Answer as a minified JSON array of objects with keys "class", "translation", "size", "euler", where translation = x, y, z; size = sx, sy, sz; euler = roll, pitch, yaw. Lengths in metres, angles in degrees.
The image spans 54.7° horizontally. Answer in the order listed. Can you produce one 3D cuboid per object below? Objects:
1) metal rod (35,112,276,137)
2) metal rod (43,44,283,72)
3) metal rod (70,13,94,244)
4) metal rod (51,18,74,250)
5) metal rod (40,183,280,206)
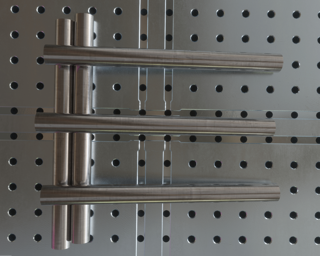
[{"class":"metal rod","translation":[0.000,-0.004,0.398],"size":[0.302,0.025,0.025],"euler":[1,90,-7]},{"class":"metal rod","translation":[0.010,-0.089,0.399],"size":[0.302,0.025,0.025],"euler":[1,90,-7]},{"class":"metal rod","translation":[-0.103,0.001,0.411],"size":[0.025,0.025,0.298],"euler":[1,90,-1]},{"class":"metal rod","translation":[-0.128,0.008,0.411],"size":[0.025,0.025,0.298],"euler":[1,90,-1]},{"class":"metal rod","translation":[0.006,0.085,0.399],"size":[0.302,0.025,0.025],"euler":[1,90,-7]}]
